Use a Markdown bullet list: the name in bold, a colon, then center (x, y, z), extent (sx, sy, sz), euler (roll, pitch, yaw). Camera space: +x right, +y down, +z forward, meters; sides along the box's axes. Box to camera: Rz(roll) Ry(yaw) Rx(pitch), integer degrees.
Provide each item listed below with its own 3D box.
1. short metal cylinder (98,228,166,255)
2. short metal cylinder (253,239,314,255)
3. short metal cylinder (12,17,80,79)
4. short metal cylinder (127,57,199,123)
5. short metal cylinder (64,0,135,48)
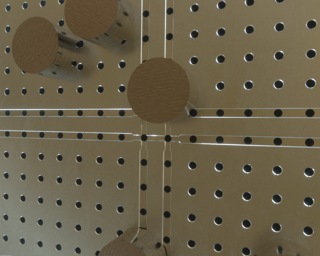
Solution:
- **short metal cylinder**: center (-0.037, 0.181, 0.411), extent (0.080, 0.050, 0.079), euler (0, 90, 19)
- **short metal cylinder**: center (0.142, 0.174, 0.349), extent (0.080, 0.050, 0.079), euler (0, 90, 19)
- **short metal cylinder**: center (-0.167, -0.116, 0.457), extent (0.080, 0.050, 0.079), euler (0, 90, 19)
- **short metal cylinder**: center (0.005, -0.045, 0.397), extent (0.080, 0.050, 0.079), euler (0, 90, 19)
- **short metal cylinder**: center (-0.082, -0.156, 0.427), extent (0.080, 0.050, 0.079), euler (0, 90, 19)
